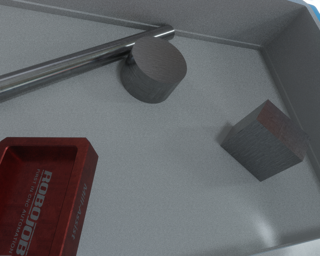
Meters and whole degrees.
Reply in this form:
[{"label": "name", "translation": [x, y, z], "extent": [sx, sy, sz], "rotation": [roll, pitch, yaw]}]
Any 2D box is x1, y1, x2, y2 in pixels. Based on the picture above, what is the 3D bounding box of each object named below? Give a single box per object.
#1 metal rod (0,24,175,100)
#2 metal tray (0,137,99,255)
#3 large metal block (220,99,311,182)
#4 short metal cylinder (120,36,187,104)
[{"label": "metal rod", "translation": [-0.087, -0.097, 0.418], "extent": [0.302, 0.025, 0.025], "rotation": [-31, 79, -38]}, {"label": "metal tray", "translation": [-0.113, 0.070, 0.271], "extent": [0.090, 0.030, 0.130], "rotation": [0, 56, 9]}, {"label": "large metal block", "translation": [0.148, 0.020, 0.441], "extent": [0.080, 0.080, 0.050], "rotation": [42, 51, 0]}, {"label": "short metal cylinder", "translation": [-0.010, -0.081, 0.435], "extent": [0.081, 0.050, 0.080], "rotation": [14, 56, -21]}]
